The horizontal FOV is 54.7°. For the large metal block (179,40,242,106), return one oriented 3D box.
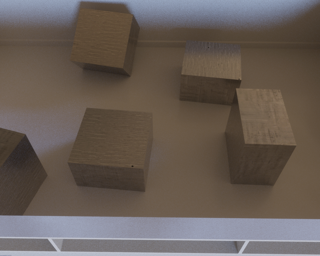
[{"bbox_3d":[0.074,-0.082,0.458,0.080,0.050,0.080,6,50,5],"label":"large metal block"}]

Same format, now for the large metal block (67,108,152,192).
[{"bbox_3d":[-0.053,0.025,0.368,0.080,0.050,0.080,4,50,3],"label":"large metal block"}]

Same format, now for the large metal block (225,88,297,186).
[{"bbox_3d":[0.111,0.011,0.361,0.050,0.080,0.080,2,50,2],"label":"large metal block"}]

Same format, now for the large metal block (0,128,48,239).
[{"bbox_3d":[-0.171,0.055,0.322,0.050,0.080,0.080,13,51,11],"label":"large metal block"}]

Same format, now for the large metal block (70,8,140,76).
[{"bbox_3d":[-0.082,-0.129,0.472,0.080,0.050,0.080,10,87,8],"label":"large metal block"}]
